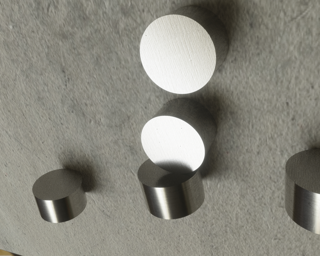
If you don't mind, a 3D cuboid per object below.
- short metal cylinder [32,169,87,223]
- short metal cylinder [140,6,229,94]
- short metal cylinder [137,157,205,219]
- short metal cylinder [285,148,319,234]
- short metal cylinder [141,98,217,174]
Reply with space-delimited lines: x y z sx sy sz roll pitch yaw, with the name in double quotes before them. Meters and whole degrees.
"short metal cylinder" -0.170 0.114 0.528 0.080 0.080 0.050 11 123 22
"short metal cylinder" 0.026 -0.082 0.325 0.080 0.050 0.079 13 124 20
"short metal cylinder" 0.015 0.073 0.407 0.080 0.080 0.050 1 119 27
"short metal cylinder" 0.172 0.064 0.320 0.080 0.080 0.050 4 120 26
"short metal cylinder" 0.024 0.009 0.383 0.080 0.050 0.079 13 124 20
